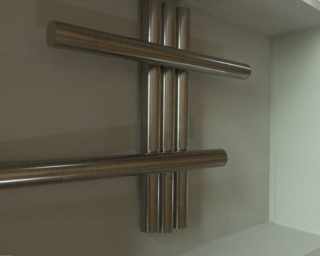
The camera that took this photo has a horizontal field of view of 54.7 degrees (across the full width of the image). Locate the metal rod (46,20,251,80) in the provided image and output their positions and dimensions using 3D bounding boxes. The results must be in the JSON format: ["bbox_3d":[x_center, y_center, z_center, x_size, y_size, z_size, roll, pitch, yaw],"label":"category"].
[{"bbox_3d":[0.015,-0.087,0.384,0.302,0.025,0.025,0,90,-40],"label":"metal rod"}]

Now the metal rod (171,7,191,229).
[{"bbox_3d":[0.028,-0.014,0.427,0.025,0.025,0.298,1,89,-40],"label":"metal rod"}]

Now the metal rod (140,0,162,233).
[{"bbox_3d":[-0.011,-0.019,0.396,0.025,0.025,0.298,1,90,-40],"label":"metal rod"}]

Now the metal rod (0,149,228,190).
[{"bbox_3d":[-0.043,0.042,0.346,0.303,0.025,0.025,-1,91,-33],"label":"metal rod"}]

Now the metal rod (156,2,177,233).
[{"bbox_3d":[0.008,-0.014,0.412,0.025,0.025,0.298,1,89,-40],"label":"metal rod"}]
